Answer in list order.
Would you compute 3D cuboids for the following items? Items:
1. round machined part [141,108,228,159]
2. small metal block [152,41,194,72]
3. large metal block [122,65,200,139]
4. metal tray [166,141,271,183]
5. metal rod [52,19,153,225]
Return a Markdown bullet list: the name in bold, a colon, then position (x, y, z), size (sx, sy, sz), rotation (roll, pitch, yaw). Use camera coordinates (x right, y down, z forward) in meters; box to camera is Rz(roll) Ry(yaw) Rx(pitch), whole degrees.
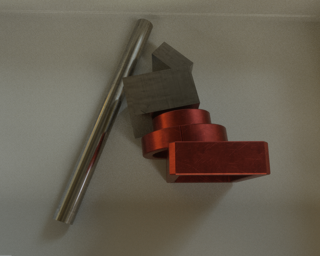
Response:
- **round machined part**: position (0.027, 0.007, 0.360), size (0.099, 0.098, 0.042), rotation (-6, 76, -3)
- **small metal block**: position (0.016, -0.083, 0.427), size (0.050, 0.050, 0.025), rotation (39, 75, 13)
- **large metal block**: position (0.001, -0.030, 0.391), size (0.081, 0.080, 0.050), rotation (-11, 70, -5)
- **metal tray**: position (0.053, 0.041, 0.338), size (0.091, 0.130, 0.030), rotation (0, 77, 0)
- **metal rod**: position (-0.069, -0.022, 0.416), size (0.025, 0.025, 0.299), rotation (17, 71, 6)
